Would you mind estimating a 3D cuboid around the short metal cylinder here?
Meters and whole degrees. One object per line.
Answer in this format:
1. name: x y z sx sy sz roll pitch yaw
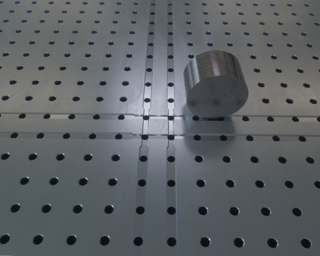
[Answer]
1. short metal cylinder: 0.074 -0.057 0.421 0.080 0.080 0.050 -2 50 -1
